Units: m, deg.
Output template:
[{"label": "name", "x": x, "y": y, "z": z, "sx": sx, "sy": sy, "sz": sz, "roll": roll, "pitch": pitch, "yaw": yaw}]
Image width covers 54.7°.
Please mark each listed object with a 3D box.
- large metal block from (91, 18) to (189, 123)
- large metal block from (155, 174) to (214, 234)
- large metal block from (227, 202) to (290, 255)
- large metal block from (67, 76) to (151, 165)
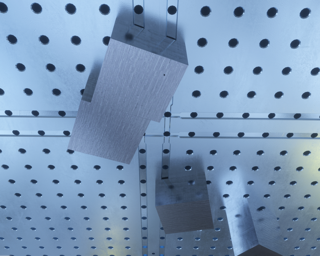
[{"label": "large metal block", "x": -0.024, "y": -0.061, "z": 0.343, "sx": 0.081, "sy": 0.050, "sz": 0.079, "roll": 16, "pitch": 128, "yaw": -14}, {"label": "large metal block", "x": 0.040, "y": 0.124, "z": 0.502, "sx": 0.080, "sy": 0.050, "sz": 0.080, "roll": -9, "pitch": 130, "yaw": 7}, {"label": "large metal block", "x": 0.169, "y": 0.188, "z": 0.538, "sx": 0.080, "sy": 0.080, "sz": 0.050, "roll": 31, "pitch": 123, "yaw": -24}, {"label": "large metal block", "x": -0.063, "y": -0.008, "z": 0.388, "sx": 0.081, "sy": 0.050, "sz": 0.079, "roll": 16, "pitch": 128, "yaw": -14}]
